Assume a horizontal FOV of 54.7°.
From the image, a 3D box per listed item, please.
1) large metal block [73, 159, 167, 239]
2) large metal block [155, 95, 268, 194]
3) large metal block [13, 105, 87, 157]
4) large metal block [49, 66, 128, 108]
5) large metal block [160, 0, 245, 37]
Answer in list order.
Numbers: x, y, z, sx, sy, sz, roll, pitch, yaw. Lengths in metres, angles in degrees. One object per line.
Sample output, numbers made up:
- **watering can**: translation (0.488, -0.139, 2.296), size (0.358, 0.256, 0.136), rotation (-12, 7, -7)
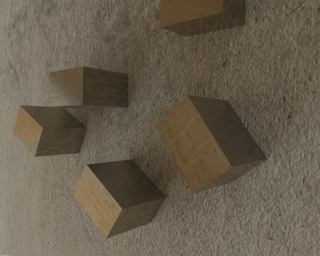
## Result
- **large metal block**: translation (-0.053, 0.090, 0.413), size (0.080, 0.081, 0.050), rotation (42, 116, 32)
- **large metal block**: translation (0.054, 0.015, 0.324), size (0.050, 0.081, 0.080), rotation (-43, 64, 32)
- **large metal block**: translation (-0.185, 0.003, 0.522), size (0.080, 0.081, 0.050), rotation (35, 112, 34)
- **large metal block**: translation (-0.104, -0.055, 0.455), size (0.080, 0.081, 0.050), rotation (1, 91, 40)
- **large metal block**: translation (0.048, -0.155, 0.349), size (0.080, 0.050, 0.079), rotation (2, 91, 40)
